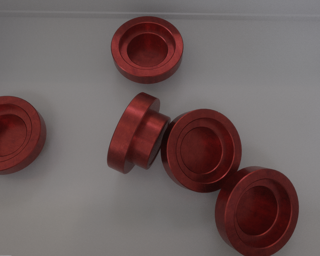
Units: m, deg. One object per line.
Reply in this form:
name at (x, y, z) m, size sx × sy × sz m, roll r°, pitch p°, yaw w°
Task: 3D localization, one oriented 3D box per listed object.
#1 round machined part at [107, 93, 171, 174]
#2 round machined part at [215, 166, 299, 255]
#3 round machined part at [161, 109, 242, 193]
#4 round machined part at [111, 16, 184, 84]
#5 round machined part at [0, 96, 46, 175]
round machined part at (-0.020, 0.010, 0.367) m, size 0.042 × 0.098 × 0.098 m, roll 24°, pitch 72°, yaw 8°
round machined part at (0.105, 0.092, 0.353) m, size 0.099 × 0.042 × 0.097 m, roll -1°, pitch 92°, yaw -21°
round machined part at (0.046, 0.027, 0.378) m, size 0.099 × 0.042 × 0.097 m, roll 1°, pitch 86°, yaw -21°
round machined part at (-0.017, -0.105, 0.439) m, size 0.099 × 0.042 × 0.098 m, roll 0°, pitch 70°, yaw 0°
round machined part at (-0.194, 0.012, 0.395) m, size 0.099 × 0.042 × 0.098 m, roll 0°, pitch 70°, yaw 0°
